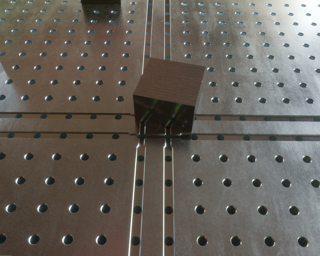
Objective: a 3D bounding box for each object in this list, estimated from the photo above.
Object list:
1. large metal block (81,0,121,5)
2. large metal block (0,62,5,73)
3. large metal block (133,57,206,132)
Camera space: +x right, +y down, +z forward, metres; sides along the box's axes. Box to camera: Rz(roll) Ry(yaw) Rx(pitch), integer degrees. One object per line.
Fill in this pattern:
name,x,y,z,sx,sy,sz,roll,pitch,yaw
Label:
large metal block,-0.122,-0.300,0.642,0.081,0.050,0.080,-1,50,-2
large metal block,-0.293,-0.102,0.454,0.050,0.080,0.080,25,54,19
large metal block,0.015,-0.048,0.432,0.080,0.050,0.080,12,51,9
